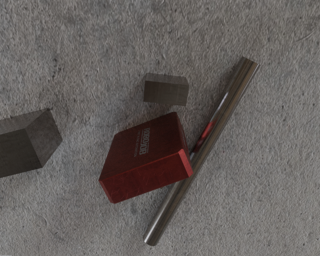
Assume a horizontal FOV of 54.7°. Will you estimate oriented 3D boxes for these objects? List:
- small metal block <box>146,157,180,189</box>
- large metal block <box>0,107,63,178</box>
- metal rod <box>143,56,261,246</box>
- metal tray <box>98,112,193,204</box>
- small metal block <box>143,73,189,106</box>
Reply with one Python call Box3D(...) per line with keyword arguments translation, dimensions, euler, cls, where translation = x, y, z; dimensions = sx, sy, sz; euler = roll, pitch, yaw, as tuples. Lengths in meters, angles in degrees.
Box3D(translation=(0.008, 0.045, 0.413), dimensions=(0.025, 0.050, 0.050), euler=(37, 106, -13), cls="small metal block")
Box3D(translation=(-0.179, 0.019, 0.385), dimensions=(0.080, 0.080, 0.050), euler=(-14, 110, 5), cls="large metal block")
Box3D(translation=(0.049, 0.044, 0.426), dimensions=(0.025, 0.025, 0.298), euler=(24, 108, -9), cls="metal rod")
Box3D(translation=(-0.014, 0.028, 0.364), dimensions=(0.090, 0.130, 0.030), euler=(-21, 109, 7), cls="metal tray")
Box3D(translation=(0.007, -0.048, 0.379), dimensions=(0.050, 0.050, 0.025), euler=(6, 110, -3), cls="small metal block")
